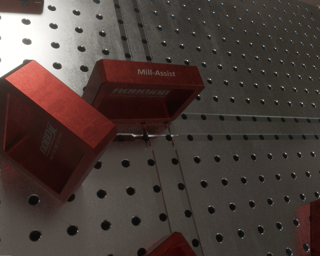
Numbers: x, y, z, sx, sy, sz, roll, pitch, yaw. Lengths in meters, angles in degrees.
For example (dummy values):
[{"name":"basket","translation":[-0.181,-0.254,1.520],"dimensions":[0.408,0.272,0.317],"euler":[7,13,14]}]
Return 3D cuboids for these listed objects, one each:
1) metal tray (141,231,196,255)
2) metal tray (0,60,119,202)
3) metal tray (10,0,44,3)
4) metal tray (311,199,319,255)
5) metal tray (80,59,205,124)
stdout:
[{"name":"metal tray","translation":[0.020,0.183,0.304],"dimensions":[0.091,0.030,0.130],"euler":[-28,77,-38]},{"name":"metal tray","translation":[-0.100,0.011,0.281],"dimensions":[0.090,0.129,0.030],"euler":[39,51,-3]},{"name":"metal tray","translation":[-0.220,-0.237,0.431],"dimensions":[0.091,0.030,0.130],"euler":[-10,67,-33]},{"name":"metal tray","translation":[0.285,0.170,0.458],"dimensions":[0.131,0.030,0.090],"euler":[29,52,-10]},{"name":"metal tray","translation":[-0.022,-0.040,0.380],"dimensions":[0.131,0.090,0.030],"euler":[-2,63,-30]}]
